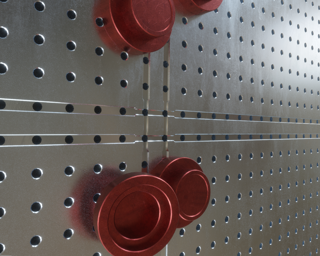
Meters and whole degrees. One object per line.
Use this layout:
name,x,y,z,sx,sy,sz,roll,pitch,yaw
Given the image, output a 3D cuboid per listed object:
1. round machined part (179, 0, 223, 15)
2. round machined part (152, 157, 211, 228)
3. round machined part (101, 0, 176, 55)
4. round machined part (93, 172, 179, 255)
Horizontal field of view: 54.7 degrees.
round machined part,0.066,-0.222,0.455,0.099,0.042,0.097,0,90,-40
round machined part,0.032,0.089,0.427,0.099,0.042,0.097,0,90,-40
round machined part,-0.019,-0.143,0.383,0.099,0.042,0.097,0,90,-40
round machined part,-0.030,0.100,0.365,0.099,0.042,0.097,-2,93,-26
